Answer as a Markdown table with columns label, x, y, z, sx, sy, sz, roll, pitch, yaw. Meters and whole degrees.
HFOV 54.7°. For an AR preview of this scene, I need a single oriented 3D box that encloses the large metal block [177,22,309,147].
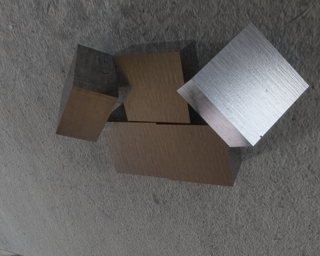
| label | x | y | z | sx | sy | sz | roll | pitch | yaw |
| --- | --- | --- | --- | --- | --- | --- | --- | --- | --- |
| large metal block | 0.077 | -0.038 | 0.300 | 0.080 | 0.080 | 0.050 | 46 | 169 | -4 |

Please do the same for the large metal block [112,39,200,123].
| label | x | y | z | sx | sy | sz | roll | pitch | yaw |
| --- | --- | --- | --- | --- | --- | --- | --- | --- | --- |
| large metal block | 0.001 | -0.054 | 0.358 | 0.080 | 0.050 | 0.079 | 3 | 120 | 26 |

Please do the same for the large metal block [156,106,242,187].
| label | x | y | z | sx | sy | sz | roll | pitch | yaw |
| --- | --- | --- | --- | --- | --- | --- | --- | --- | --- |
| large metal block | 0.050 | 0.020 | 0.375 | 0.080 | 0.050 | 0.079 | 1 | 119 | 27 |

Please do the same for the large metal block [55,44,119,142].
| label | x | y | z | sx | sy | sz | roll | pitch | yaw |
| --- | --- | --- | --- | --- | --- | --- | --- | --- | --- |
| large metal block | -0.090 | -0.042 | 0.384 | 0.050 | 0.080 | 0.079 | 14 | 133 | -23 |

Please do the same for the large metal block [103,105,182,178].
| label | x | y | z | sx | sy | sz | roll | pitch | yaw |
| --- | --- | --- | --- | --- | --- | --- | --- | --- | --- |
| large metal block | -0.022 | 0.016 | 0.411 | 0.080 | 0.050 | 0.079 | 1 | 119 | 27 |
